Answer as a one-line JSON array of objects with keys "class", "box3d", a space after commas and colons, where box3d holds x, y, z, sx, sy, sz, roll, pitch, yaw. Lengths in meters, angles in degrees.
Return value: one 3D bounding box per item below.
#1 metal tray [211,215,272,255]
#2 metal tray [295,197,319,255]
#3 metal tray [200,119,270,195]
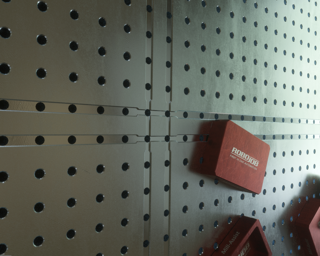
[{"class": "metal tray", "box3d": [0.132, 0.223, 0.515, 0.131, 0.030, 0.090, -38, 114, -33]}, {"class": "metal tray", "box3d": [0.354, 0.235, 0.701, 0.090, 0.030, 0.130, -39, 114, -33]}, {"class": "metal tray", "box3d": [0.128, 0.050, 0.512, 0.131, 0.030, 0.090, 27, 73, -37]}]
